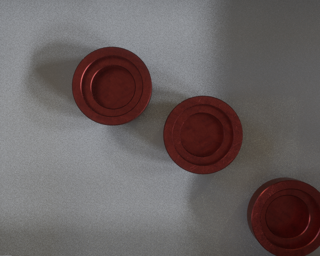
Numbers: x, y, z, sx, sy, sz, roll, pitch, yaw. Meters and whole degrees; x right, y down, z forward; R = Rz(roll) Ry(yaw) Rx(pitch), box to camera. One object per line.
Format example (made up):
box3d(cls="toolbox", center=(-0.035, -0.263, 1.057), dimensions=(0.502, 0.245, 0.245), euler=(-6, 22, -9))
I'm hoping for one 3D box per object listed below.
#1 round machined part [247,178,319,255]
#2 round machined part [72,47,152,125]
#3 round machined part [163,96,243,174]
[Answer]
box3d(cls="round machined part", center=(0.162, 0.113, 0.404), dimensions=(0.099, 0.042, 0.097), euler=(0, 90, 0))
box3d(cls="round machined part", center=(-0.059, -0.052, 0.402), dimensions=(0.099, 0.042, 0.097), euler=(0, 90, 0))
box3d(cls="round machined part", center=(0.053, 0.008, 0.403), dimensions=(0.099, 0.042, 0.097), euler=(0, 90, 0))
